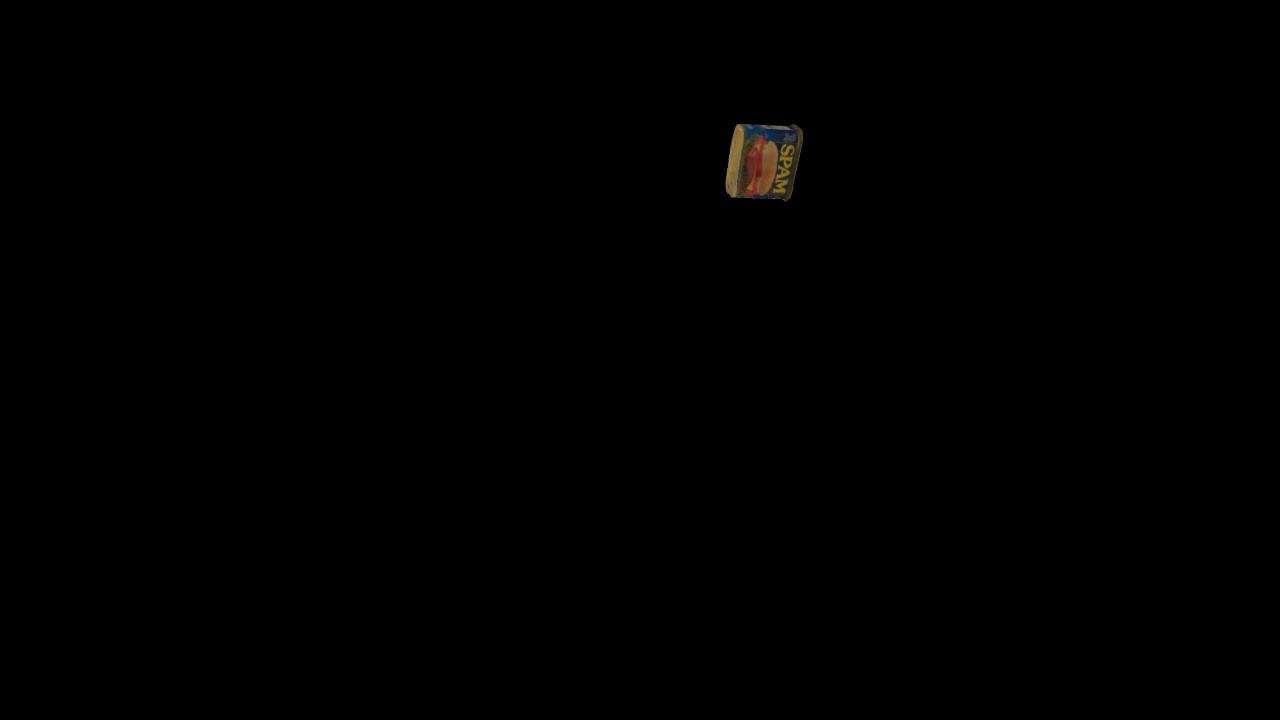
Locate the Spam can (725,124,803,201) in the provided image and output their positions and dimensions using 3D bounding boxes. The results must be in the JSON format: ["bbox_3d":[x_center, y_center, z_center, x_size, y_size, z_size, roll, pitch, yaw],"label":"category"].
[{"bbox_3d":[0.172,-0.279,0.867,0.085,0.101,0.058,0,32,-10],"label":"Spam can"}]
